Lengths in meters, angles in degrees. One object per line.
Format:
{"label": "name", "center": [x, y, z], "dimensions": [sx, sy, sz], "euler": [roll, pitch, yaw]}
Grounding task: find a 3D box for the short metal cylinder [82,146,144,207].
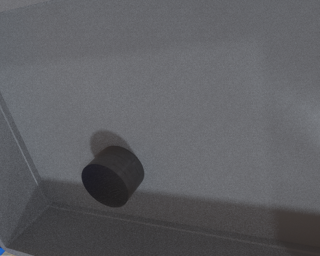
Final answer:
{"label": "short metal cylinder", "center": [-0.071, 0.074, 0.474], "dimensions": [0.080, 0.050, 0.079], "euler": [13, 124, 20]}
